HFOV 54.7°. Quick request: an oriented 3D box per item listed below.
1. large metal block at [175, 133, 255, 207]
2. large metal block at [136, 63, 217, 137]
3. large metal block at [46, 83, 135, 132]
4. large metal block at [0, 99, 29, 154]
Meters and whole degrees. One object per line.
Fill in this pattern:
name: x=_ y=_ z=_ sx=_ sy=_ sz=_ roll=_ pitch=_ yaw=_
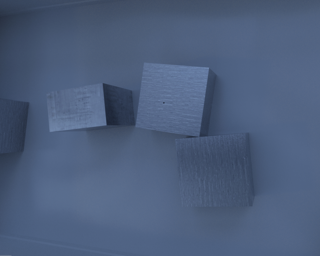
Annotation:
large metal block: x=0.067 y=0.049 z=0.373 sx=0.080 sy=0.050 sz=0.080 roll=-6 pitch=88 yaw=19
large metal block: x=0.021 y=-0.035 z=0.389 sx=0.080 sy=0.050 sz=0.079 roll=9 pitch=93 yaw=19
large metal block: x=-0.089 y=-0.024 z=0.411 sx=0.080 sy=0.080 sz=0.050 roll=-6 pitch=88 yaw=19
large metal block: x=-0.252 y=-0.005 z=0.468 sx=0.050 sy=0.080 sz=0.079 roll=9 pitch=93 yaw=19
